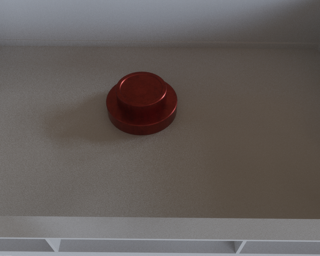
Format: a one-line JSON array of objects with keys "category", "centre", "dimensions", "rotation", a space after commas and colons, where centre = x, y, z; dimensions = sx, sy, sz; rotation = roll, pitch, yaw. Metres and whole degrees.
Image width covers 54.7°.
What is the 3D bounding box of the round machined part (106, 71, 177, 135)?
[{"category": "round machined part", "centre": [-0.025, -0.041, 0.428], "dimensions": [0.099, 0.042, 0.098], "rotation": [0, 50, 0]}]
